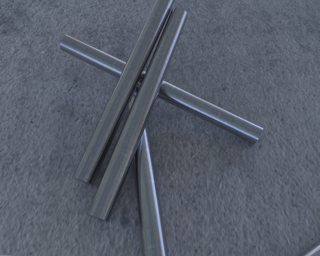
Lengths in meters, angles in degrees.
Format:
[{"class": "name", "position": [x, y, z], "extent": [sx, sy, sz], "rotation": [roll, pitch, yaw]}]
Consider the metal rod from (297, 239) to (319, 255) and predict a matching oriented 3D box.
[{"class": "metal rod", "position": [0.090, 0.154, 0.274], "extent": [0.302, 0.025, 0.025], "rotation": [-24, 54, -19]}]

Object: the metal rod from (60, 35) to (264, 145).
[{"class": "metal rod", "position": [-0.005, -0.057, 0.423], "extent": [0.301, 0.025, 0.025], "rotation": [27, 55, 10]}]

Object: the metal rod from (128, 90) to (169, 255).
[{"class": "metal rod", "position": [-0.018, 0.052, 0.359], "extent": [0.025, 0.025, 0.300], "rotation": [-6, 50, -5]}]

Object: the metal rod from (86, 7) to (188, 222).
[{"class": "metal rod", "position": [-0.019, -0.034, 0.384], "extent": [0.025, 0.025, 0.300], "rotation": [15, 66, 11]}]

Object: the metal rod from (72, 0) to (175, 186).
[{"class": "metal rod", "position": [-0.036, -0.071, 0.401], "extent": [0.025, 0.025, 0.300], "rotation": [17, 70, 13]}]
